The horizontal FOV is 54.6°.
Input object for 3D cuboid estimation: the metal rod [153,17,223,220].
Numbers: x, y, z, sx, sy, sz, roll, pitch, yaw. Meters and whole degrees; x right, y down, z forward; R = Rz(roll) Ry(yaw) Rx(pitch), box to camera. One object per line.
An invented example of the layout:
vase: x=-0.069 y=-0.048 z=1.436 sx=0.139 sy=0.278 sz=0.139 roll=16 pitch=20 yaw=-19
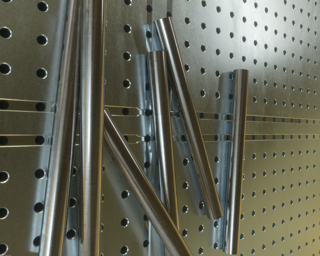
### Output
metal rod: x=0.044 y=-0.004 z=0.444 sx=0.025 sy=0.025 sz=0.299 roll=-27 pitch=107 yaw=-37

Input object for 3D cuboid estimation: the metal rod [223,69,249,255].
metal rod: x=0.126 y=0.053 z=0.512 sx=0.025 sy=0.025 sz=0.299 roll=7 pitch=86 yaw=-40

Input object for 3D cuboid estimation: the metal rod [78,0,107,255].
metal rod: x=-0.073 y=0.020 z=0.328 sx=0.025 sy=0.025 sz=0.298 roll=-3 pitch=98 yaw=-40

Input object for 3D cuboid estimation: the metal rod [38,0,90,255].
metal rod: x=-0.098 y=-0.018 z=0.326 sx=0.025 sy=0.025 sz=0.299 roll=8 pitch=85 yaw=-40

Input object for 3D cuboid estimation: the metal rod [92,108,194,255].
metal rod: x=-0.001 y=0.111 z=0.384 sx=0.025 sy=0.025 sz=0.299 roll=-38 pitch=106 yaw=-33

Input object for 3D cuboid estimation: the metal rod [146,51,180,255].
metal rod: x=0.007 y=0.050 z=0.414 sx=0.025 sy=0.025 sz=0.298 roll=-8 pitch=95 yaw=-40
